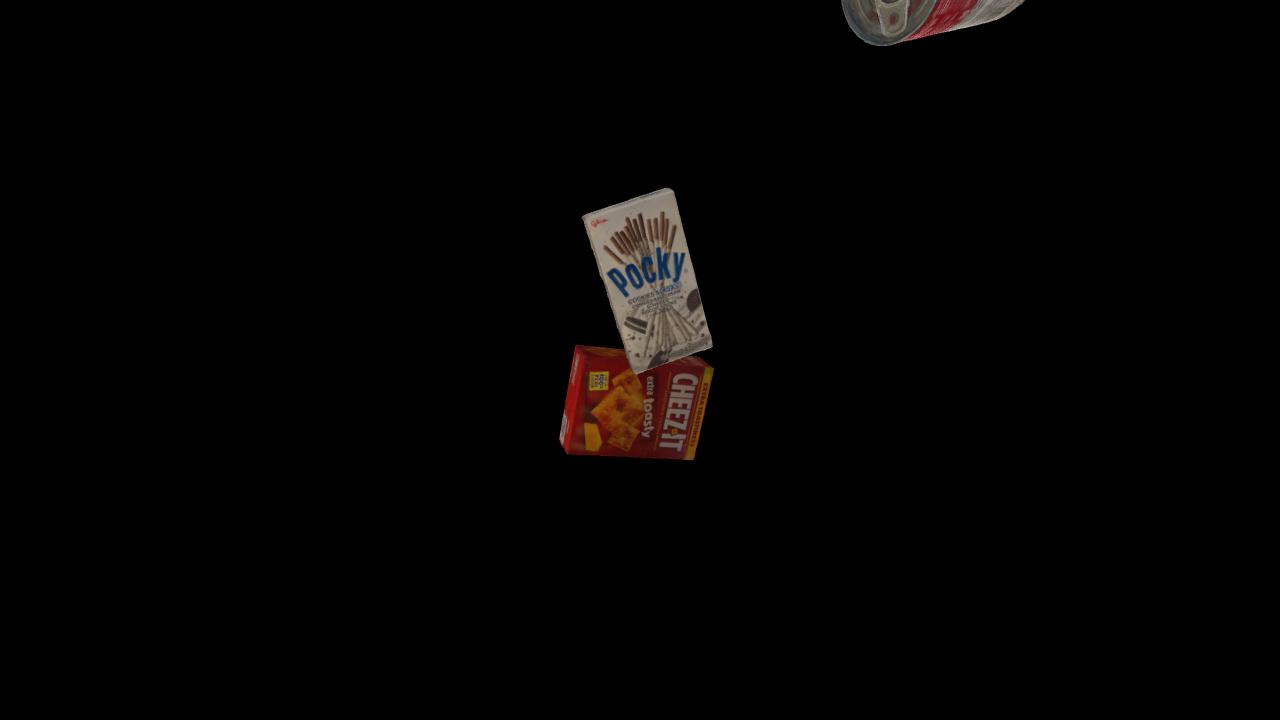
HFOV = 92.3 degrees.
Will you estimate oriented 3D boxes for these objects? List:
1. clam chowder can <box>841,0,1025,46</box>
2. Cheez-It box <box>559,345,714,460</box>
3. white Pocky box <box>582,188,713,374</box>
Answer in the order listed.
[{"bbox_3d":[0.179,-0.229,0.361,0.102,0.068,0.068,-23,10,-24],"label":"clam chowder can"},{"bbox_3d":[-0.006,0.071,0.989,0.223,0.166,0.071,6,16,-21],"label":"Cheez-It box"},{"bbox_3d":[0.010,-0.070,0.564,0.084,0.154,0.028,-20,23,-6],"label":"white Pocky box"}]
